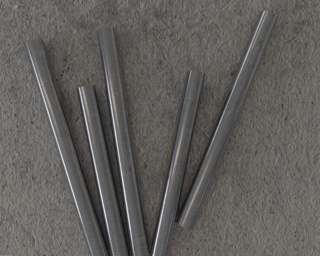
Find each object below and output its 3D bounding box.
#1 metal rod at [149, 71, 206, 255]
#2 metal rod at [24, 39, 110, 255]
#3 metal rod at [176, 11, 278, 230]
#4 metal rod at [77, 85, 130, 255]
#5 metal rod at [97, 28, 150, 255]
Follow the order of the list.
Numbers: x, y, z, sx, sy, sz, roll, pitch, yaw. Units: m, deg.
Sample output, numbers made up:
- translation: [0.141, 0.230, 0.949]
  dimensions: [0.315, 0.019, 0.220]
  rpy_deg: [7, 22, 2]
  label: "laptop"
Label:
- translation: [0.018, 0.074, 0.409]
  dimensions: [0.025, 0.025, 0.298]
  rpy_deg: [12, 90, 0]
  label: "metal rod"
- translation: [-0.122, 0.030, 0.408]
  dimensions: [0.025, 0.025, 0.298]
  rpy_deg: [-17, 90, 0]
  label: "metal rod"
- translation: [0.088, -0.010, 0.410]
  dimensions: [0.025, 0.025, 0.299]
  rpy_deg: [22, 90, 0]
  label: "metal rod"
- translation: [-0.068, 0.093, 0.409]
  dimensions: [0.025, 0.025, 0.298]
  rpy_deg: [-12, 90, 0]
  label: "metal rod"
- translation: [-0.048, 0.019, 0.409]
  dimensions: [0.025, 0.025, 0.298]
  rpy_deg: [-9, 90, 0]
  label: "metal rod"
